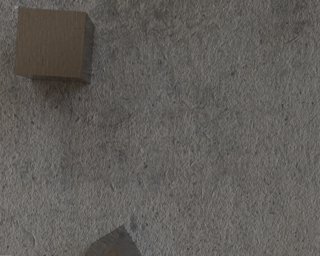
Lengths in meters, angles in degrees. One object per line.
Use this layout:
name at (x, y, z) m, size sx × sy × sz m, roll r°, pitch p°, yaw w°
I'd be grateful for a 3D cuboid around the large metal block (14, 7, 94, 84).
large metal block at (-0.132, -0.103, 0.396) m, size 0.080 × 0.050 × 0.080 m, roll 4°, pitch 90°, yaw 0°

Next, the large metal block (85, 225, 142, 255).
large metal block at (-0.051, 0.179, 0.382) m, size 0.050 × 0.080 × 0.080 m, roll -31°, pitch 90°, yaw 0°
